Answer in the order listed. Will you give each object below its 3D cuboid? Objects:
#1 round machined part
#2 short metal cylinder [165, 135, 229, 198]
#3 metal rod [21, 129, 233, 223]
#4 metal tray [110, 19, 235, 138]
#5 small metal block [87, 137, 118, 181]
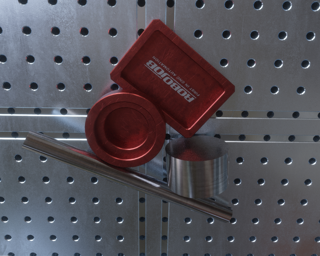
[{"bbox_3d":[-0.041,-0.002,0.394,0.099,0.042,0.097,0,110,1],"label":"round machined part"},{"bbox_3d":[0.048,0.047,0.401,0.081,0.080,0.050,-4,110,1],"label":"short metal cylinder"},{"bbox_3d":[-0.030,0.072,0.418,0.302,0.025,0.025,24,108,-18],"label":"metal rod"},{"bbox_3d":[0.016,-0.060,0.388,0.130,0.030,0.090,38,105,-13],"label":"metal tray"},{"bbox_3d":[-0.076,0.040,0.427,0.050,0.025,0.050,27,108,-10],"label":"small metal block"}]
